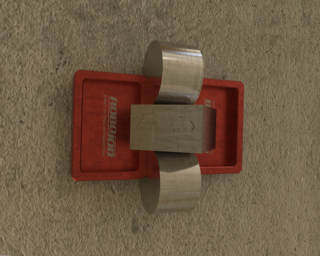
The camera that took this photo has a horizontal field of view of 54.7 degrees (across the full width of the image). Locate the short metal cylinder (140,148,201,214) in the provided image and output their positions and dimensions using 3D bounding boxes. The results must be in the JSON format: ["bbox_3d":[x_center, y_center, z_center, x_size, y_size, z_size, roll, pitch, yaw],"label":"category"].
[{"bbox_3d":[0.010,0.065,0.385,0.050,0.080,0.080,2,90,-20],"label":"short metal cylinder"}]

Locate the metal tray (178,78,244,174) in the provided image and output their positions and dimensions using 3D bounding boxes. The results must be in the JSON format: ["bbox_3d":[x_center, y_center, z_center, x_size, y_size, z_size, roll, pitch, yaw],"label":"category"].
[{"bbox_3d":[0.070,-0.002,0.434,0.091,0.030,0.129,2,90,-20],"label":"metal tray"}]

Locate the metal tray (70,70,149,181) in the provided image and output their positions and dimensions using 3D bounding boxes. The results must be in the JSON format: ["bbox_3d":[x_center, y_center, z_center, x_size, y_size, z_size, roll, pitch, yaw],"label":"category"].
[{"bbox_3d":[-0.062,-0.002,0.385,0.091,0.030,0.129,2,90,-20],"label":"metal tray"}]

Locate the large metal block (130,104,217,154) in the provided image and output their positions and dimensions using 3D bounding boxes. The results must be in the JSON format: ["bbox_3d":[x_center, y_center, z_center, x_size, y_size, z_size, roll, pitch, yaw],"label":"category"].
[{"bbox_3d":[0.019,0.000,0.366,0.080,0.080,0.050,2,90,20],"label":"large metal block"}]

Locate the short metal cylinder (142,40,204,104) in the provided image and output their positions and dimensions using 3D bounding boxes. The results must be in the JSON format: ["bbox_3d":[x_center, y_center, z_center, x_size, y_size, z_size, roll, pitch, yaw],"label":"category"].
[{"bbox_3d":[0.013,-0.065,0.386,0.050,0.080,0.080,2,90,-20],"label":"short metal cylinder"}]
